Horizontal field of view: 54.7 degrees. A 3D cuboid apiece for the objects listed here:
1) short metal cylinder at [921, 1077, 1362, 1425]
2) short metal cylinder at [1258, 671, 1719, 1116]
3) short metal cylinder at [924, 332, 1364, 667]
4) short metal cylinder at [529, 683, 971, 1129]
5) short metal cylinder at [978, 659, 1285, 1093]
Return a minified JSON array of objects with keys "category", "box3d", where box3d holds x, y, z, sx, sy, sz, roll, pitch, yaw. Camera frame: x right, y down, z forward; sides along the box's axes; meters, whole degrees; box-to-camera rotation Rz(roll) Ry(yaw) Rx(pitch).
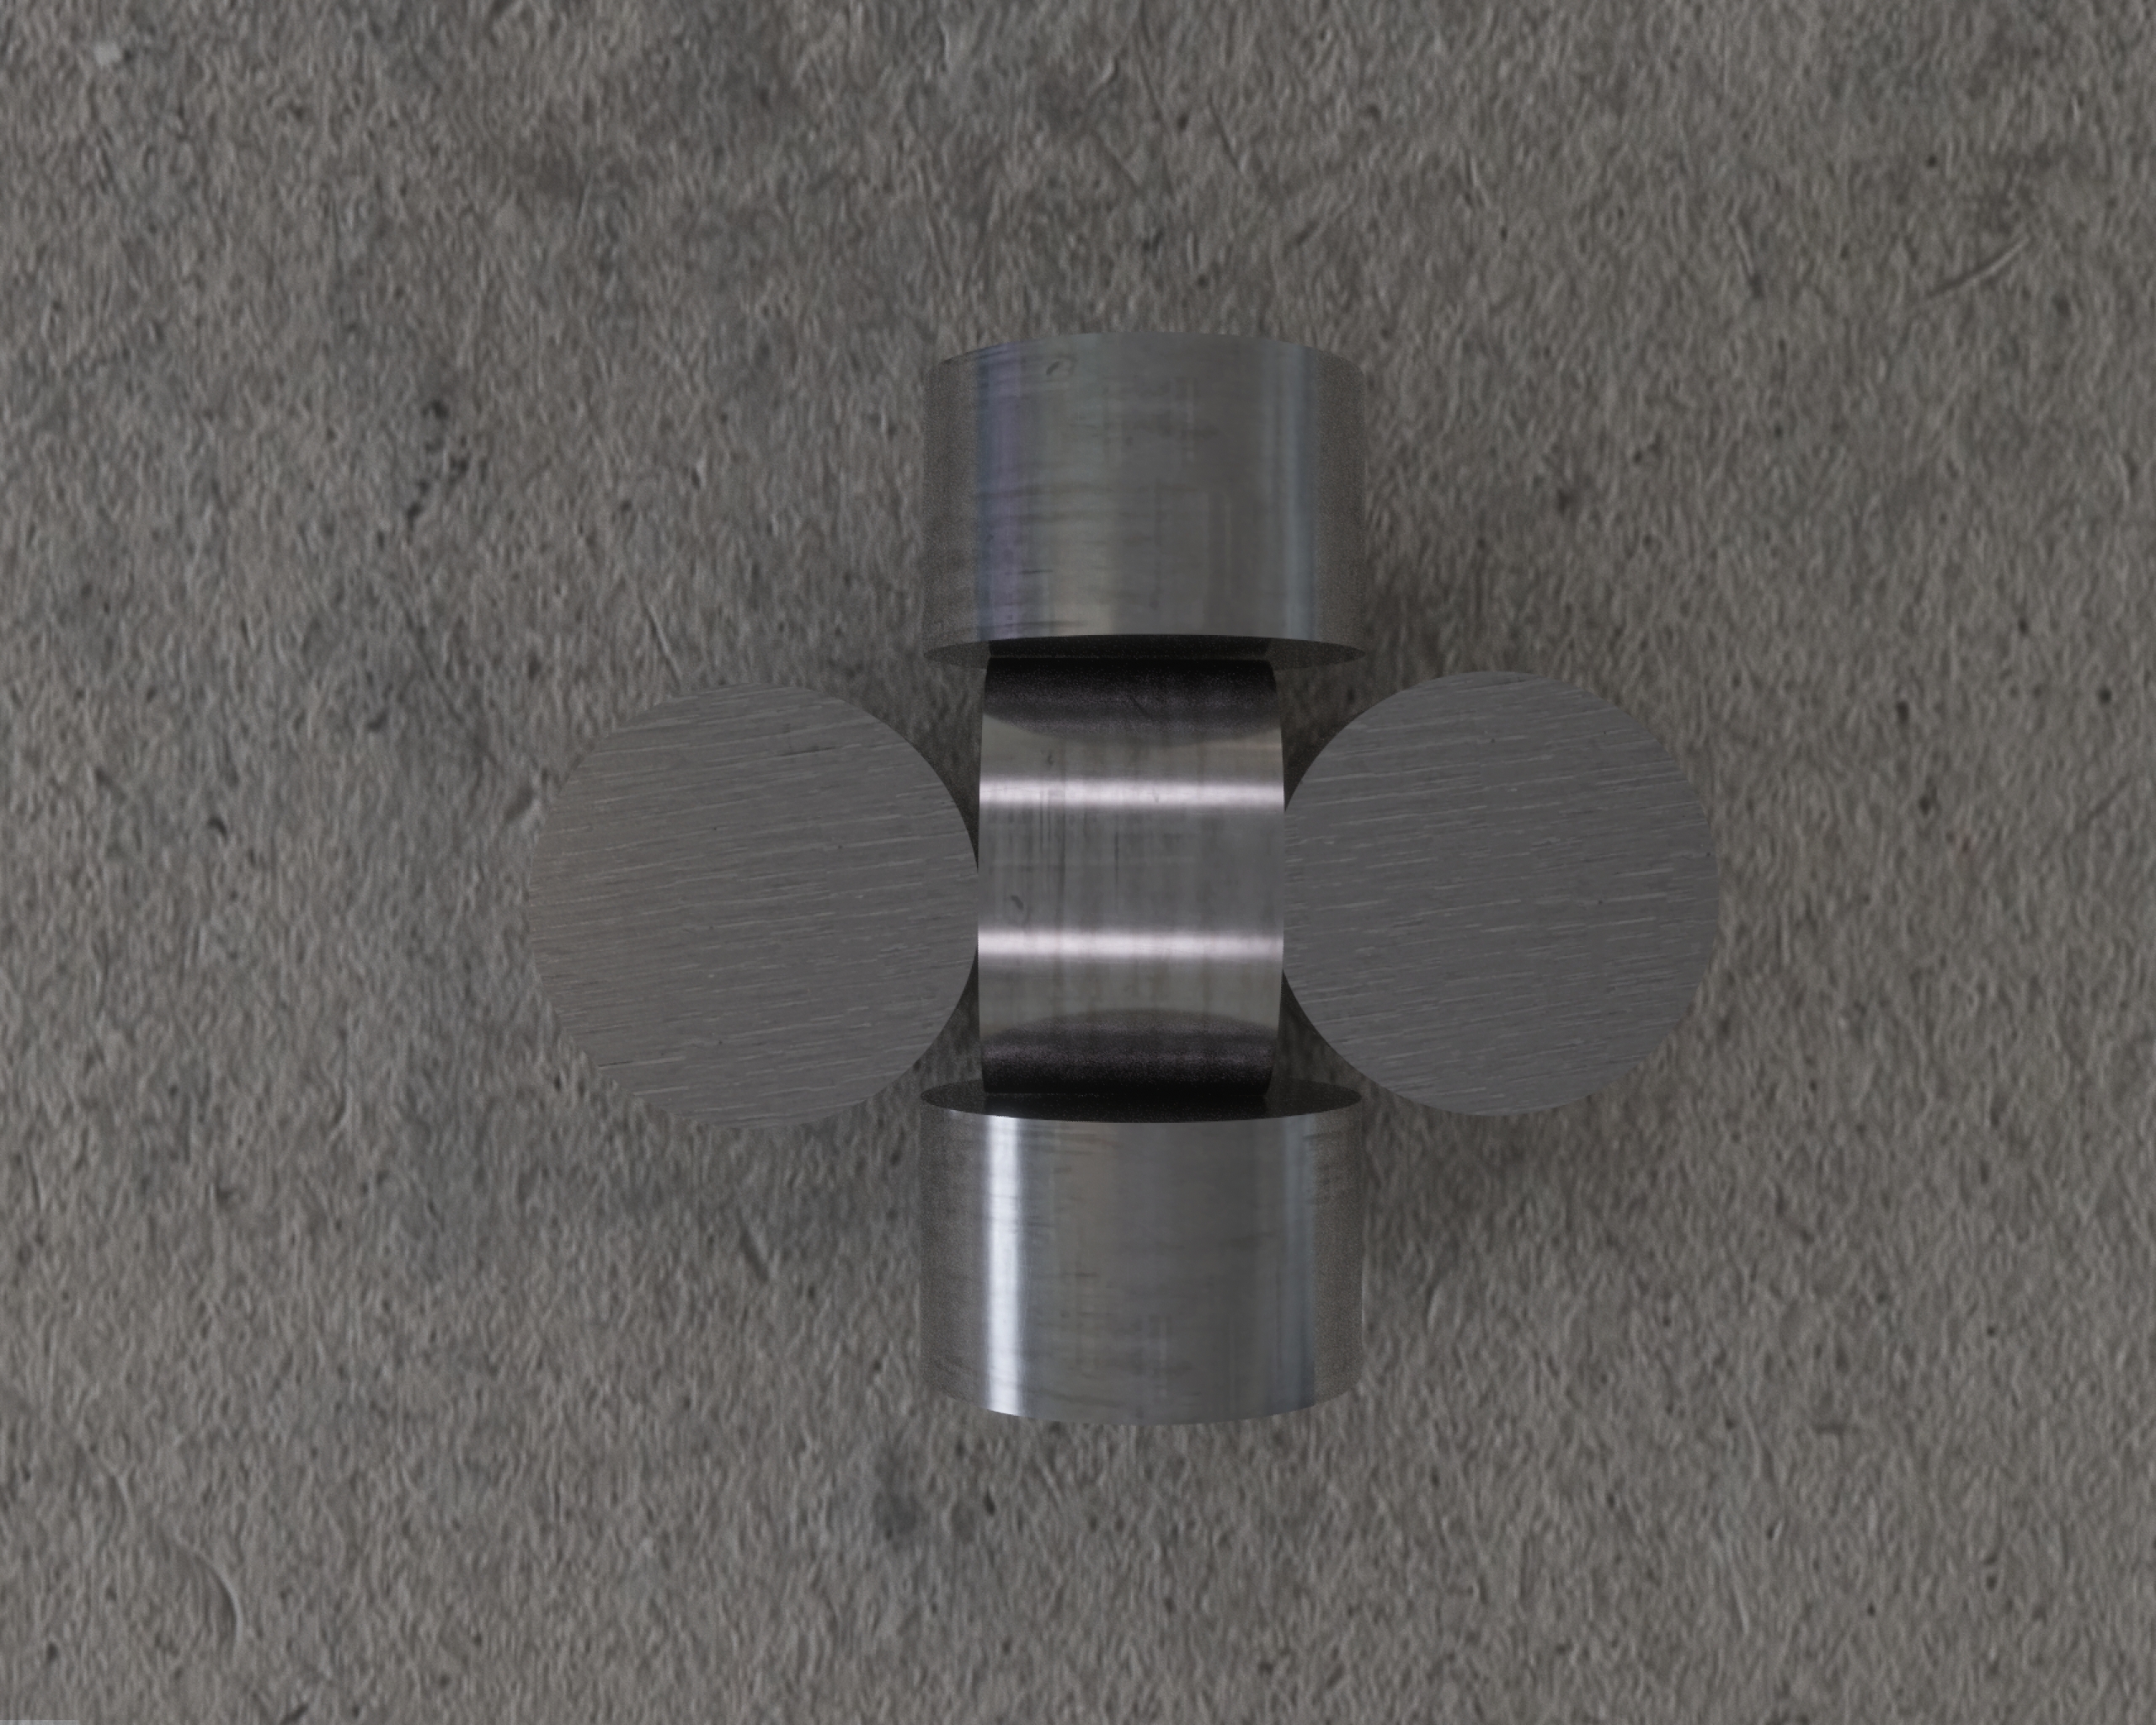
[{"category":"short metal cylinder","box3d":[0.012,0.067,0.382,0.081,0.080,0.050,0,90,0]},{"category":"short metal cylinder","box3d":[0.075,0.005,0.398,0.081,0.050,0.080,0,90,0]},{"category":"short metal cylinder","box3d":[0.012,-0.063,0.382,0.081,0.080,0.050,0,90,0]},{"category":"short metal cylinder","box3d":[-0.058,0.008,0.397,0.081,0.050,0.080,0,90,0]},{"category":"short metal cylinder","box3d":[0.009,0.003,0.382,0.050,0.080,0.080,1,90,0]}]
